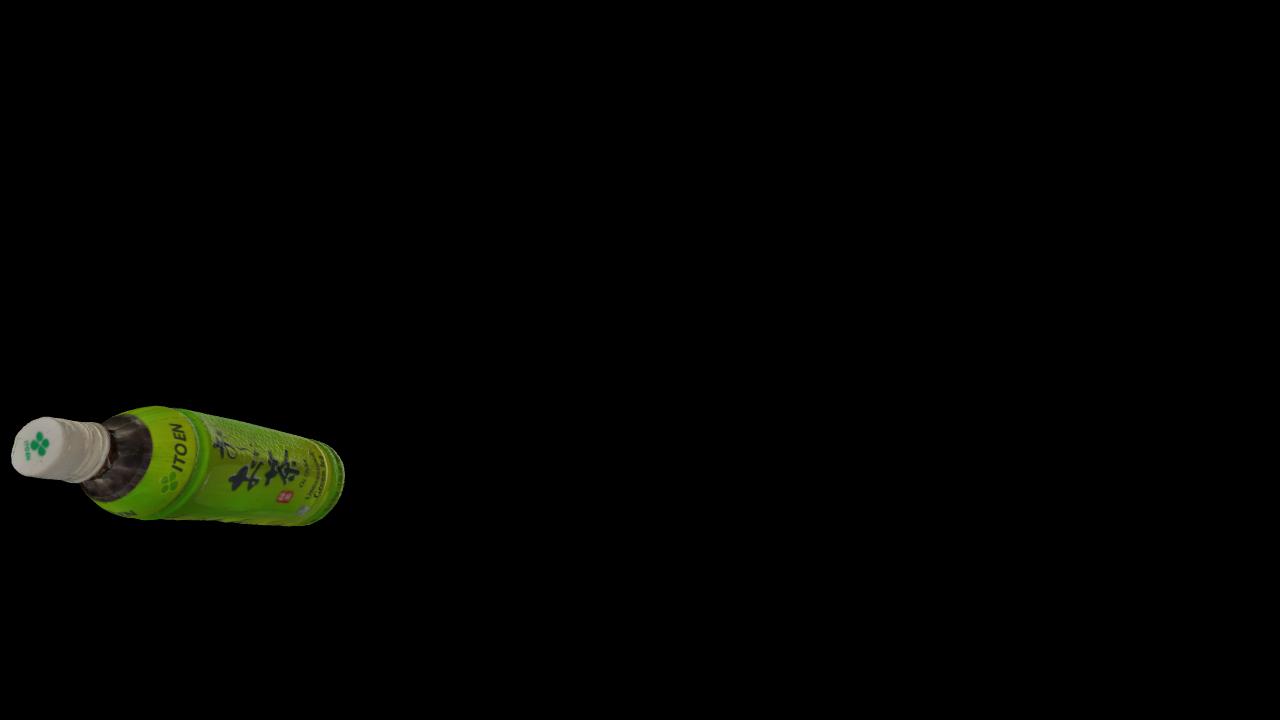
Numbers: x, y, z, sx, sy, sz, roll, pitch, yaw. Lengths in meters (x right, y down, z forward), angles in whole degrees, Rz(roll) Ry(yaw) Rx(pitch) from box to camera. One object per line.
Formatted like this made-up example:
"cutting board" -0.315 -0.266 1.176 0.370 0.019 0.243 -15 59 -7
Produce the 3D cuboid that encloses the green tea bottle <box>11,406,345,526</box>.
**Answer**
"green tea bottle" -0.289 0.072 0.409 0.073 0.073 0.212 0 -16 11
